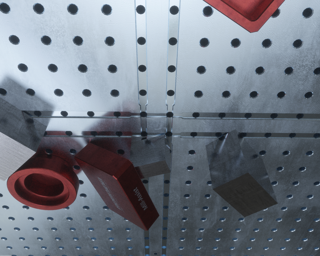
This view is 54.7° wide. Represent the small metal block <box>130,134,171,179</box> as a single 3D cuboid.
[{"bbox_3d":[-0.013,0.040,0.429,0.050,0.050,0.025,-14,129,11],"label":"small metal block"}]

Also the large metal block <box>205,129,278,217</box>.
[{"bbox_3d":[0.111,0.063,0.430,0.050,0.080,0.080,-32,123,24],"label":"large metal block"}]

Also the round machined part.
[{"bbox_3d":[-0.171,0.077,0.465,0.099,0.042,0.097,0,130,0],"label":"round machined part"}]

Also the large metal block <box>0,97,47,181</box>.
[{"bbox_3d":[-0.212,0.014,0.405,0.080,0.050,0.080,-36,122,27],"label":"large metal block"}]

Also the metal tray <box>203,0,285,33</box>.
[{"bbox_3d":[0.064,-0.157,0.274,0.131,0.030,0.090,26,126,-21],"label":"metal tray"}]

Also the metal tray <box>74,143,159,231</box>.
[{"bbox_3d":[-0.060,0.086,0.448,0.090,0.030,0.129,17,142,38],"label":"metal tray"}]
